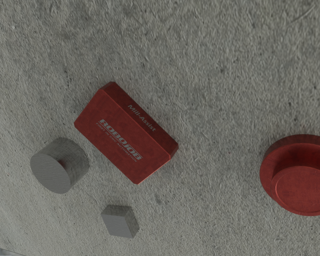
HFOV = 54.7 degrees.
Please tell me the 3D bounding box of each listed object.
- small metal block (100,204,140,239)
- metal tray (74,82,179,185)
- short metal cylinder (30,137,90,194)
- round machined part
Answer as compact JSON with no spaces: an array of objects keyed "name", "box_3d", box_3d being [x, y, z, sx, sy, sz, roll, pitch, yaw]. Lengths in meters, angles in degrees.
[{"name":"small metal block","box_3d":[-0.070,0.164,0.545,0.050,0.025,0.050,-3,117,29]},{"name":"metal tray","box_3d":[-0.049,0.010,0.436,0.130,0.030,0.090,45,129,-3]},{"name":"short metal cylinder","box_3d":[-0.166,0.063,0.517,0.080,0.050,0.079,13,124,21]},{"name":"round machined part","box_3d":[0.162,0.059,0.347,0.098,0.042,0.097,13,124,21]}]
